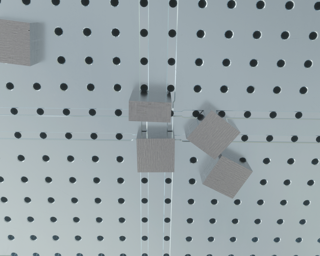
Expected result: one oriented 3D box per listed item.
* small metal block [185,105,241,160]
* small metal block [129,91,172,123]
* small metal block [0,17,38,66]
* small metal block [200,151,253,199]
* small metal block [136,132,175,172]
[{"bbox_3d":[0.070,0.006,0.416,0.050,0.025,0.050,36,106,-13],"label":"small metal block"},{"bbox_3d":[-0.012,-0.028,0.390,0.050,0.050,0.025,2,110,-1],"label":"small metal block"},{"bbox_3d":[-0.177,-0.104,0.374,0.050,0.025,0.050,7,110,-3],"label":"small metal block"},{"bbox_3d":[0.093,0.064,0.438,0.050,0.025,0.050,27,108,-10],"label":"small metal block"},{"bbox_3d":[-0.006,0.033,0.425,0.050,0.025,0.050,0,110,0],"label":"small metal block"}]
